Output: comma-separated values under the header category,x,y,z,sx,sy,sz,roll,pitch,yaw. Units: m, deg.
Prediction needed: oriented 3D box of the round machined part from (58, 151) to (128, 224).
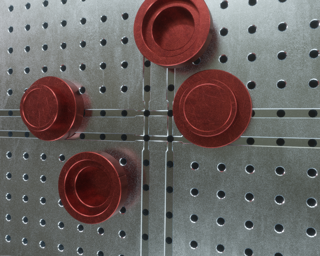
category,x,y,z,sx,sy,sz,roll,pitch,yaw
round machined part,-0.089,0.080,0.436,0.098,0.042,0.097,0,90,20

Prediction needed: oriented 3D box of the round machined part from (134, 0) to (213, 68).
category,x,y,z,sx,sy,sz,roll,pitch,yaw
round machined part,0.020,-0.125,0.397,0.098,0.042,0.097,0,90,20

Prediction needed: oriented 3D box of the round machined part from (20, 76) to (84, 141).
category,x,y,z,sx,sy,sz,roll,pitch,yaw
round machined part,-0.168,-0.029,0.464,0.098,0.042,0.097,0,90,20

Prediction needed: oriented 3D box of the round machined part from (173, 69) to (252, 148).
category,x,y,z,sx,sy,sz,roll,pitch,yaw
round machined part,0.062,-0.024,0.382,0.098,0.042,0.097,0,90,20
